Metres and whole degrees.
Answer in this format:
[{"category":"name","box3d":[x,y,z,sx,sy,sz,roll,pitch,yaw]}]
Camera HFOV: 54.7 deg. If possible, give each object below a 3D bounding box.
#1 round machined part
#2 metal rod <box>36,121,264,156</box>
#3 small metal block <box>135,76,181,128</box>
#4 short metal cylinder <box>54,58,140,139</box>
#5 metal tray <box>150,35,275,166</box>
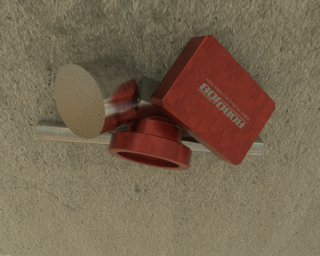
[{"category":"round machined part","box3d":[-0.009,0.019,0.373,0.099,0.042,0.098,11,165,3]},{"category":"metal rod","box3d":[-0.010,0.015,0.421,0.302,0.025,0.025,5,130,-4]},{"category":"small metal block","box3d":[-0.002,-0.030,0.365,0.050,0.050,0.025,18,128,-15]},{"category":"short metal cylinder","box3d":[-0.069,-0.033,0.337,0.080,0.050,0.079,16,117,34]},{"category":"metal tray","box3d":[0.064,-0.028,0.349,0.130,0.030,0.090,38,82,-28]}]
